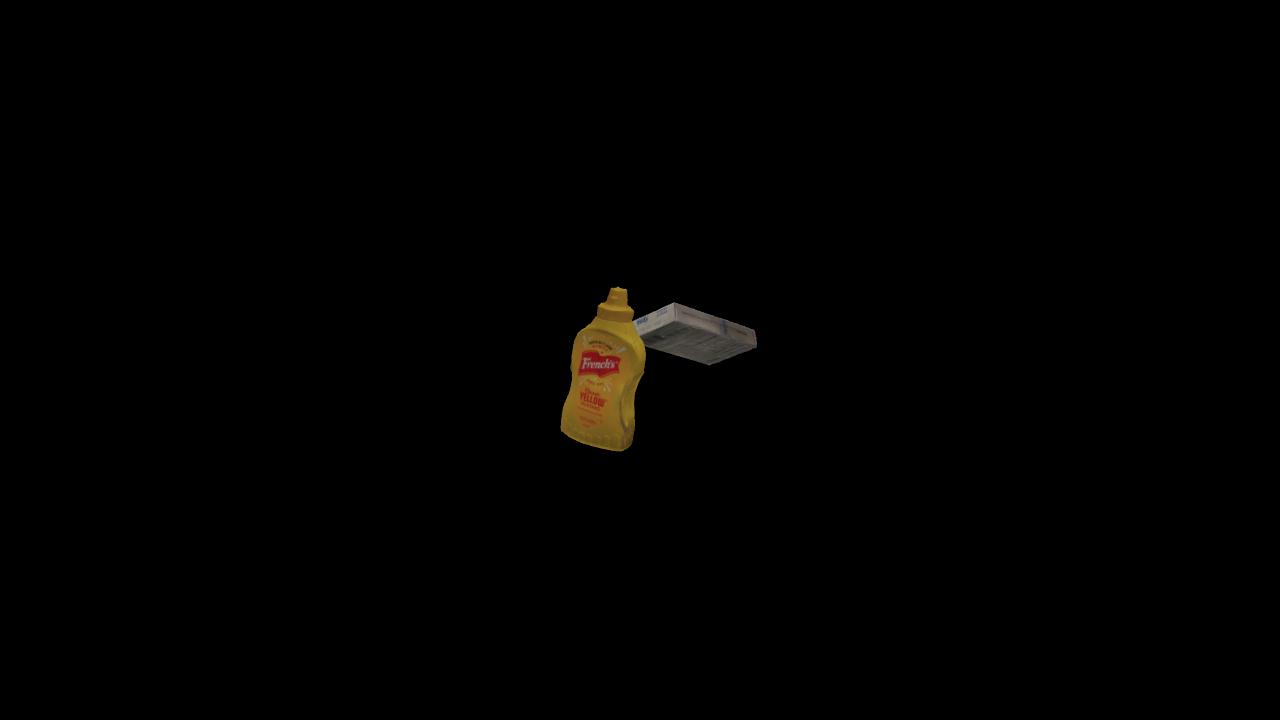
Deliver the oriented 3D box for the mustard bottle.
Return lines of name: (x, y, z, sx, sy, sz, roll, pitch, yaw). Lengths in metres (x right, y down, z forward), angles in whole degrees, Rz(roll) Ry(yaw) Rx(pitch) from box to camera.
mustard bottle: (-0.038, 0.006, 0.712, 0.092, 0.184, 0.054, 17, 14, 30)

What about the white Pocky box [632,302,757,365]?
white Pocky box: (0.066, -0.029, 0.758, 0.154, 0.028, 0.084, 14, -26, -42)
